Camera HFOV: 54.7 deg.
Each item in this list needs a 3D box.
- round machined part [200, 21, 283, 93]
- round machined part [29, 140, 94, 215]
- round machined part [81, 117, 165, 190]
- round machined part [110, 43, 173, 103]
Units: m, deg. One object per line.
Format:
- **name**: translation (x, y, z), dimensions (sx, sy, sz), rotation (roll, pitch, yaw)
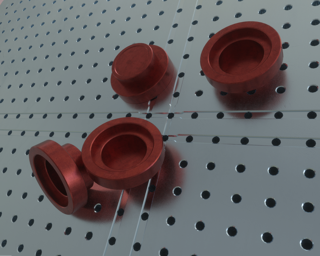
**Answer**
- **round machined part**: translation (0.105, -0.084, 0.394), dimensions (0.098, 0.042, 0.098), rotation (-13, 56, 20)
- **round machined part**: translation (-0.123, 0.059, 0.401), dimensions (0.098, 0.097, 0.042), rotation (24, 39, 36)
- **round machined part**: translation (-0.043, 0.035, 0.383), dimensions (0.099, 0.042, 0.098), rotation (-4, 46, 5)
- **round machined part**: translation (-0.033, -0.089, 0.468), dimensions (0.098, 0.042, 0.098), rotation (-13, 56, 20)
